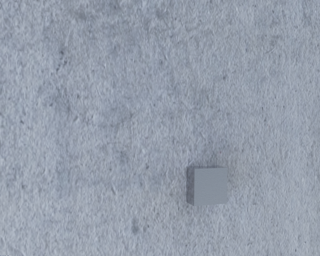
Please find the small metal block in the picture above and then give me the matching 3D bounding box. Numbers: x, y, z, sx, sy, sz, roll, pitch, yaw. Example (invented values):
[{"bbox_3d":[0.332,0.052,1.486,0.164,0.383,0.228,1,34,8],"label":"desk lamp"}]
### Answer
[{"bbox_3d":[0.065,0.080,0.433,0.050,0.025,0.050,1,90,-20],"label":"small metal block"}]
